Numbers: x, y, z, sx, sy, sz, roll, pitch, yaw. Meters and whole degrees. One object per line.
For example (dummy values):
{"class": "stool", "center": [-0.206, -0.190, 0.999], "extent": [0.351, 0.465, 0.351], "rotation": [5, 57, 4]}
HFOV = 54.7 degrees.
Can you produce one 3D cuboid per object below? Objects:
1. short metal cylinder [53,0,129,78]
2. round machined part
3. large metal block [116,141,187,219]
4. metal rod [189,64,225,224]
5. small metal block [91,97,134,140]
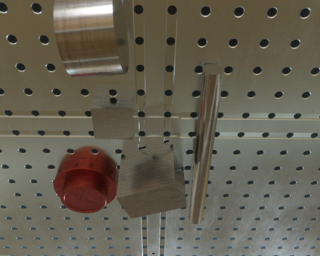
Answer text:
{"class": "short metal cylinder", "center": [-0.062, -0.090, 0.298], "extent": [0.050, 0.080, 0.080], "rotation": [-4, 130, 3]}
{"class": "round machined part", "center": [-0.115, 0.096, 0.480], "extent": [0.099, 0.042, 0.097], "rotation": [0, 130, 0]}
{"class": "large metal block", "center": [-0.011, 0.072, 0.437], "extent": [0.080, 0.080, 0.050], "rotation": [-15, 129, 12]}
{"class": "metal rod", "center": [0.062, 0.046, 0.451], "extent": [0.025, 0.025, 0.298], "rotation": [-1, 130, 0]}
{"class": "small metal block", "center": [-0.060, -0.012, 0.401], "extent": [0.050, 0.025, 0.050], "rotation": [1, 130, -2]}
